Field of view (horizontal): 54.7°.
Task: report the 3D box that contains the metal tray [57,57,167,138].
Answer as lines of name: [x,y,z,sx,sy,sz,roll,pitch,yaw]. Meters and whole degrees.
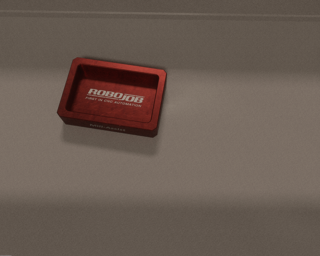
metal tray: [-0.062,-0.042,0.421,0.131,0.030,0.090,9,70,3]
